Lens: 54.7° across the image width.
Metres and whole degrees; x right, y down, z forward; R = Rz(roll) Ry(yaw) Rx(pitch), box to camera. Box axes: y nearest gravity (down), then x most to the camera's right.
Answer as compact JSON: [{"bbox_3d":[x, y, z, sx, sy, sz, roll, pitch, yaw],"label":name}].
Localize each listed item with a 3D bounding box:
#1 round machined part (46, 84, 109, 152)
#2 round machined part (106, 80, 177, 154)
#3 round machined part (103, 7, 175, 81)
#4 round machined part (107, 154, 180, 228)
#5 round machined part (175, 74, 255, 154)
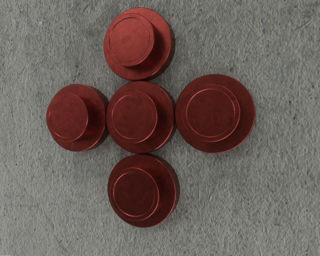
[{"bbox_3d":[-0.121,-0.014,0.443,0.098,0.042,0.097,0,90,19],"label":"round machined part"},{"bbox_3d":[-0.028,-0.015,0.410,0.098,0.042,0.097,0,90,19],"label":"round machined part"},{"bbox_3d":[-0.032,-0.112,0.412,0.098,0.042,0.097,0,90,19],"label":"round machined part"},{"bbox_3d":[-0.026,0.083,0.409,0.098,0.042,0.097,0,90,19],"label":"round machined part"},{"bbox_3d":[0.065,-0.017,0.378,0.098,0.042,0.097,0,90,19],"label":"round machined part"}]
